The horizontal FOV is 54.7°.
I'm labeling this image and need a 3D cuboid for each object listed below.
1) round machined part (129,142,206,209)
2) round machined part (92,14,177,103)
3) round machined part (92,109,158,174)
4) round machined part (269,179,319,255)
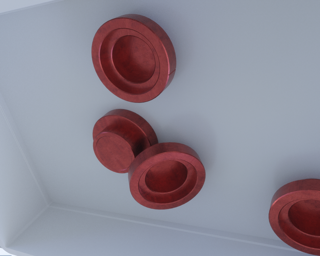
[{"bbox_3d":[0.007,0.058,0.409,0.099,0.042,0.097,-6,123,-9],"label":"round machined part"},{"bbox_3d":[-0.026,-0.082,0.360,0.098,0.042,0.097,13,124,20],"label":"round machined part"},{"bbox_3d":[-0.055,0.026,0.441,0.098,0.042,0.097,13,124,20],"label":"round machined part"},{"bbox_3d":[0.182,0.099,0.363,0.098,0.042,0.097,13,124,20],"label":"round machined part"}]
